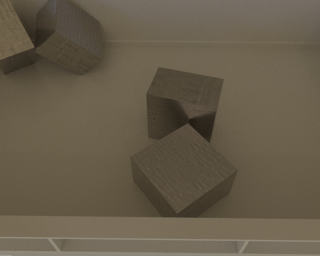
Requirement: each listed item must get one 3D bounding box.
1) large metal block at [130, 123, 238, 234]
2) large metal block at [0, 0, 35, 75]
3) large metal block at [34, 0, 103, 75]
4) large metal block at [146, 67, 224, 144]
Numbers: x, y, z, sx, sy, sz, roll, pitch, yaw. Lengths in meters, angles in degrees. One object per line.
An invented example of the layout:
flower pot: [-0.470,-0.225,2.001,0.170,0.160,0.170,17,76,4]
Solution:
large metal block: [0.025,0.053,0.344,0.081,0.050,0.080,-30,56,-23]
large metal block: [-0.229,-0.134,0.459,0.050,0.080,0.080,-29,96,-21]
large metal block: [-0.137,-0.139,0.469,0.050,0.080,0.080,-29,56,30]
large metal block: [0.030,-0.023,0.388,0.080,0.080,0.050,12,51,10]
